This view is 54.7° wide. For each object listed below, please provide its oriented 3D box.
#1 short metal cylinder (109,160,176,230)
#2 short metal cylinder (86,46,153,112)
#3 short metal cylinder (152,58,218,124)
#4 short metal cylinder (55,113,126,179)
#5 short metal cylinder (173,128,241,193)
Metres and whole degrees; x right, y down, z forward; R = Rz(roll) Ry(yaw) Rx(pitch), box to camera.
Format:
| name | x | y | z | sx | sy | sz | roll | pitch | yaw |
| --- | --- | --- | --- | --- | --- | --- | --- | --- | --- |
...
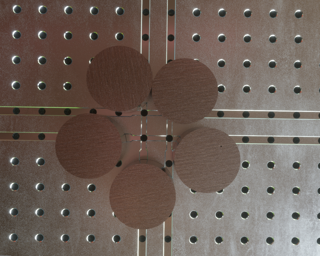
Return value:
| name | x | y | z | sx | sy | sz | roll | pitch | yaw |
| --- | --- | --- | --- | --- | --- | --- | --- | --- | --- |
| short metal cylinder | -0.021 | 0.083 | 0.399 | 0.081 | 0.050 | 0.080 | 0 | 90 | 0 |
| short metal cylinder | -0.049 | -0.060 | 0.400 | 0.081 | 0.050 | 0.079 | 0 | 90 | -1 |
| short metal cylinder | 0.030 | -0.045 | 0.400 | 0.081 | 0.050 | 0.079 | 0 | 90 | 0 |
| short metal cylinder | -0.086 | 0.022 | 0.400 | 0.081 | 0.050 | 0.079 | 0 | 90 | 0 |
| short metal cylinder | 0.057 | 0.039 | 0.400 | 0.081 | 0.050 | 0.079 | 0 | 91 | -1 |
